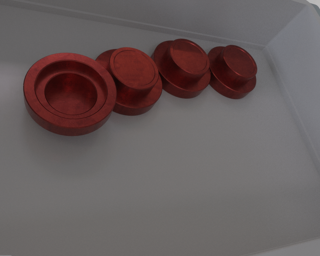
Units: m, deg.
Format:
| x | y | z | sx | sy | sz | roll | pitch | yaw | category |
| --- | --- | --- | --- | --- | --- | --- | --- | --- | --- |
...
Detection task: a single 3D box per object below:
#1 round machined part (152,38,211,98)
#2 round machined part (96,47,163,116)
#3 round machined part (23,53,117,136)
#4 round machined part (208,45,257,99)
| x | y | z | sx | sy | sz | roll | pitch | yaw | category |
| --- | --- | --- | --- | --- | --- | --- | --- | --- | --- |
| 0.036 | -0.097 | 0.473 | 0.099 | 0.042 | 0.098 | 14 | 56 | -21 | round machined part |
| -0.041 | -0.069 | 0.415 | 0.099 | 0.042 | 0.098 | 14 | 56 | -21 | round machined part |
| -0.103 | -0.034 | 0.356 | 0.099 | 0.042 | 0.098 | 9 | 61 | -17 | round machined part |
| 0.123 | -0.101 | 0.522 | 0.099 | 0.042 | 0.098 | 14 | 56 | -21 | round machined part |
